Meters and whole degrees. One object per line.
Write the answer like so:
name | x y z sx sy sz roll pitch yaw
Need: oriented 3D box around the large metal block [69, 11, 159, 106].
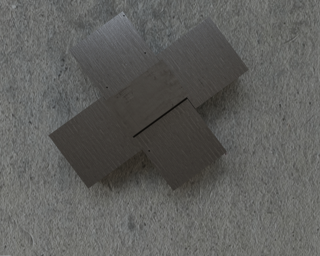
large metal block | -0.054 -0.085 0.397 0.080 0.050 0.080 -36 90 0

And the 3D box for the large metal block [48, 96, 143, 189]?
large metal block | -0.078 0.017 0.397 0.080 0.050 0.080 -36 90 0

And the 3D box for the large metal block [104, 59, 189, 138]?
large metal block | -0.015 -0.033 0.383 0.080 0.080 0.050 -36 90 0

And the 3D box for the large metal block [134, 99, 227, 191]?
large metal block | 0.025 0.020 0.398 0.080 0.050 0.080 -36 90 0

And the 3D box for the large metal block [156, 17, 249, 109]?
large metal block | 0.051 -0.079 0.398 0.080 0.050 0.080 -36 90 0
